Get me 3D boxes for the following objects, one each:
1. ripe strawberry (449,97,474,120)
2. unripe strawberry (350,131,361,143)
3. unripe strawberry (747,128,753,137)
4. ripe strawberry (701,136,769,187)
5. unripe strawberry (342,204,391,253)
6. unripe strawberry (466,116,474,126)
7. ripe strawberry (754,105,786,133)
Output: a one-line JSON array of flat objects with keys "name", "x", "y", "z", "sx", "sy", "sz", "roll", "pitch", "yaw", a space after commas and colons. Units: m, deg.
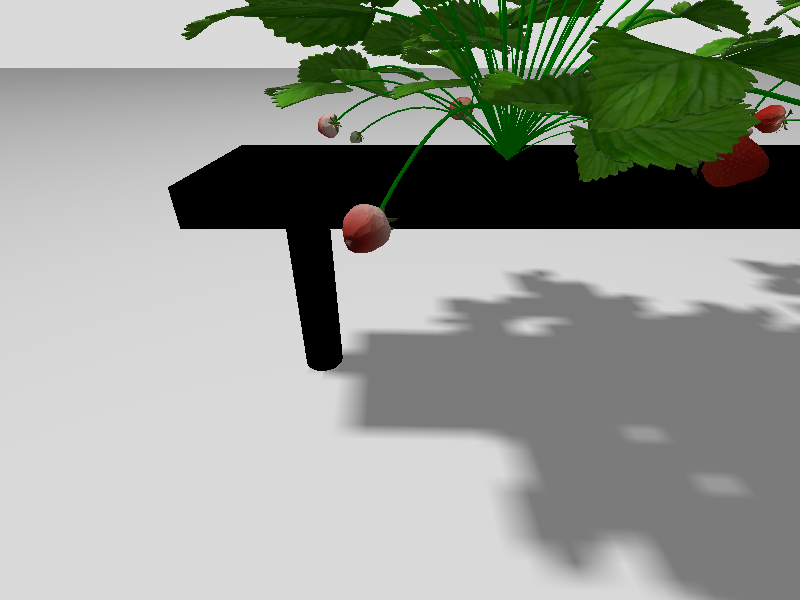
[{"name": "ripe strawberry", "x": 0.081, "y": -0.255, "z": 0.532, "sx": 0.032, "sy": 0.028, "sz": 0.033, "roll": -1, "pitch": 31, "yaw": -2}, {"name": "unripe strawberry", "x": -0.044, "y": -0.160, "z": 0.396, "sx": 0.012, "sy": 0.012, "sz": 0.011, "roll": -20, "pitch": 16, "yaw": 39}, {"name": "unripe strawberry", "x": 0.349, "y": -0.168, "z": 0.404, "sx": 0.011, "sy": 0.011, "sz": 0.011, "roll": 13, "pitch": 34, "yaw": 20}, {"name": "ripe strawberry", "x": 0.221, "y": -0.090, "z": 0.263, "sx": 0.035, "sy": 0.034, "sz": 0.032, "roll": 20, "pitch": 37, "yaw": 24}, {"name": "unripe strawberry", "x": -0.016, "y": -0.030, "z": 0.175, "sx": 0.021, "sy": 0.022, "sz": 0.022, "roll": 17, "pitch": 43, "yaw": 25}, {"name": "unripe strawberry", "x": 0.079, "y": -0.203, "z": 0.452, "sx": 0.010, "sy": 0.011, "sz": 0.011, "roll": -2, "pitch": 32, "yaw": -4}, {"name": "ripe strawberry", "x": 0.407, "y": -0.201, "z": 0.444, "sx": 0.029, "sy": 0.029, "sz": 0.032, "roll": 27, "pitch": 41, "yaw": 37}]
